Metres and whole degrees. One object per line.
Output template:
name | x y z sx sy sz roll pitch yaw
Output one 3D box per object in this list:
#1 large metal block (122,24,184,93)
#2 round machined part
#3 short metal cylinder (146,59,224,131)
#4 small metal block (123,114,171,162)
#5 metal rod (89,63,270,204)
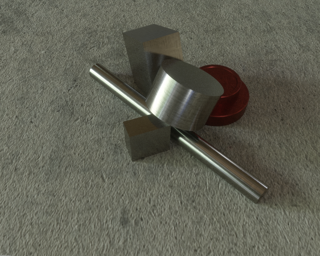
large metal block | -0.008 -0.095 0.435 0.050 0.080 0.080 -22 32 -16
round machined part | 0.077 -0.053 0.438 0.099 0.042 0.098 0 50 0
short metal cylinder | 0.029 -0.041 0.375 0.080 0.050 0.080 19 31 -12
small metal block | -0.016 0.011 0.380 0.050 0.050 0.025 -16 52 -14
metal rod | 0.008 -0.007 0.411 0.300 0.025 0.025 38 59 27
